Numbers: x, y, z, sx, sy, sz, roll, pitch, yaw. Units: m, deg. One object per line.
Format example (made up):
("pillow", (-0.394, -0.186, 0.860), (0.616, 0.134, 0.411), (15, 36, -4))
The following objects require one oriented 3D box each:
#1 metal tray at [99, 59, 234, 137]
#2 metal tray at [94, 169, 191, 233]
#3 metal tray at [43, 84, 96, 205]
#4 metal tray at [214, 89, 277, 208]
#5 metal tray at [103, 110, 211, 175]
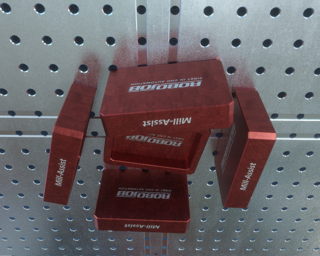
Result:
("metal tray", (0.007, -0.035, 0.338), (0.131, 0.090, 0.030), (-5, 130, 4))
("metal tray", (-0.024, 0.106, 0.459), (0.131, 0.090, 0.030), (3, 130, -2))
("metal tray", (-0.113, 0.022, 0.387), (0.030, 0.090, 0.129), (14, 129, -11))
("metal tray", (0.101, 0.028, 0.393), (0.030, 0.090, 0.129), (3, 130, -3))
("metal tray", (-0.007, 0.016, 0.421), (0.131, 0.030, 0.089), (8, 130, -8))
